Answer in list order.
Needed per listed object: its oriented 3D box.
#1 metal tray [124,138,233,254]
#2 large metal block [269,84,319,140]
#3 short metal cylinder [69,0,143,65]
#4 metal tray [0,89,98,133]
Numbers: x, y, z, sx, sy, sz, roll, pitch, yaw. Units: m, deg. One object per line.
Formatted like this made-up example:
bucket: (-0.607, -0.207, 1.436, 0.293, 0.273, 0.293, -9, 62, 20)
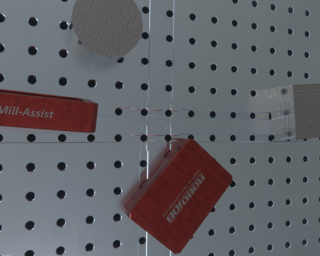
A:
metal tray: (0.027, 0.089, 0.420, 0.090, 0.030, 0.130, 43, 76, -15)
large metal block: (0.222, -0.026, 0.481, 0.081, 0.050, 0.079, -5, 92, -20)
short metal cylinder: (-0.067, -0.121, 0.374, 0.081, 0.050, 0.079, 0, 90, -20)
metal tray: (-0.138, -0.021, 0.325, 0.131, 0.090, 0.030, 5, 96, -20)
